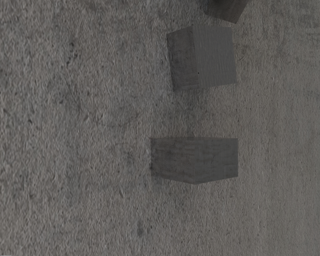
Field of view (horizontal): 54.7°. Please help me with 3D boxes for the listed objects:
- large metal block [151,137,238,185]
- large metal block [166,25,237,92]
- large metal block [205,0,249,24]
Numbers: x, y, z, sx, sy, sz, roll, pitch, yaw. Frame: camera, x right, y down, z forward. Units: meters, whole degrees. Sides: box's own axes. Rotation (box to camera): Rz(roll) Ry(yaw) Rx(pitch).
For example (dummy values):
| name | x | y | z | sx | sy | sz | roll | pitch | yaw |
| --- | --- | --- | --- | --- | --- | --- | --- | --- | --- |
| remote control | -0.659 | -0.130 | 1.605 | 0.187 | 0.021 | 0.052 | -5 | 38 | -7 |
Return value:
| name | x | y | z | sx | sy | sz | roll | pitch | yaw |
| --- | --- | --- | --- | --- | --- | --- | --- | --- | --- |
| large metal block | 0.045 | 0.038 | 0.406 | 0.081 | 0.080 | 0.050 | -1 | 91 | -40 |
| large metal block | 0.060 | -0.097 | 0.438 | 0.081 | 0.050 | 0.079 | -13 | 99 | -39 |
| large metal block | 0.109 | -0.214 | 0.450 | 0.050 | 0.080 | 0.080 | 18 | 76 | 1 |
